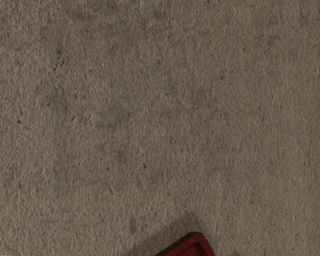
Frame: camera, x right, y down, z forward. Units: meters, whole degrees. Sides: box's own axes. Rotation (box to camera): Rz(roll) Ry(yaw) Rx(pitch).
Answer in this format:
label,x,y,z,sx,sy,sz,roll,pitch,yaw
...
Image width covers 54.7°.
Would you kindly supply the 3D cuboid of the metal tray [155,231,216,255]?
label,x,y,z,sx,sy,sz,roll,pitch,yaw
metal tray,0.019,0.207,0.400,0.131,0.030,0.090,-27,81,-18
